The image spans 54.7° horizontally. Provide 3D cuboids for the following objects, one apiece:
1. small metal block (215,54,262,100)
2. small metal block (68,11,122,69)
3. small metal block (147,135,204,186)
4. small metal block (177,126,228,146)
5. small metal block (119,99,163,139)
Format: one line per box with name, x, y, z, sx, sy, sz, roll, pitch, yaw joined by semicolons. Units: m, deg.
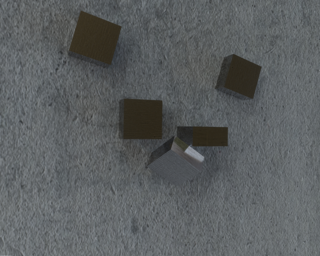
small metal block;0.114;-0.073;0.451;0.050;0.025;0.050;19;84;-19
small metal block;-0.080;-0.107;0.379;0.050;0.025;0.050;16;85;-20
small metal block;0.020;0.044;0.400;0.050;0.050;0.025;37;41;-17
small metal block;0.056;0.011;0.416;0.050;0.050;0.025;1;90;-20
small metal block;-0.025;-0.011;0.400;0.050;0.025;0.050;1;90;-20
